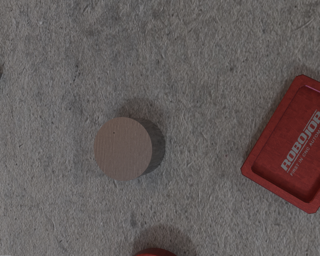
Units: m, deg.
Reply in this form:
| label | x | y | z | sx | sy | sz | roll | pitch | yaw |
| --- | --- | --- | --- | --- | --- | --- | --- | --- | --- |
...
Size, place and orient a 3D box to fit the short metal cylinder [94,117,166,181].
| label | x | y | z | sx | sy | sz | roll | pitch | yaw |
| --- | --- | --- | --- | --- | --- | --- | --- | --- | --- |
| short metal cylinder | -0.039 | 0.026 | 0.408 | 0.080 | 0.050 | 0.079 | 0 | 90 | 19 |

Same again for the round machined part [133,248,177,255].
| label | x | y | z | sx | sy | sz | roll | pitch | yaw |
| --- | --- | --- | --- | --- | --- | --- | --- | --- | --- |
| round machined part | -0.002 | 0.203 | 0.400 | 0.098 | 0.042 | 0.097 | 0 | 90 | 19 |

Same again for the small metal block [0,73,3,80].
| label | x | y | z | sx | sy | sz | roll | pitch | yaw |
| --- | --- | --- | --- | --- | --- | --- | --- | --- | --- |
| small metal block | -0.296 | -0.079 | 0.511 | 0.050 | 0.025 | 0.050 | 29 | 99 | 17 |

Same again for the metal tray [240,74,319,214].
| label | x | y | z | sx | sy | sz | roll | pitch | yaw |
| --- | --- | --- | --- | --- | --- | --- | --- | --- | --- |
| metal tray | 0.163 | 0.017 | 0.348 | 0.090 | 0.030 | 0.129 | 31 | 100 | 17 |
